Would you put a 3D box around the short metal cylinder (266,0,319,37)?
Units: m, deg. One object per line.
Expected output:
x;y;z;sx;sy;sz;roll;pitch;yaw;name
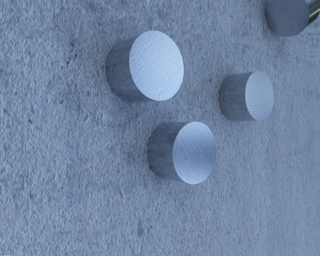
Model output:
0.246;-0.217;0.574;0.050;0.080;0.080;-37;113;-34;short metal cylinder

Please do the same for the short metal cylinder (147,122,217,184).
0.030;0.031;0.413;0.081;0.050;0.080;0;90;-40;short metal cylinder

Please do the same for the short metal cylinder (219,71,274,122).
0.142;-0.051;0.507;0.081;0.050;0.080;0;90;-40;short metal cylinder

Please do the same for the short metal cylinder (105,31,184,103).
-0.018;-0.071;0.373;0.081;0.050;0.080;0;90;-40;short metal cylinder
